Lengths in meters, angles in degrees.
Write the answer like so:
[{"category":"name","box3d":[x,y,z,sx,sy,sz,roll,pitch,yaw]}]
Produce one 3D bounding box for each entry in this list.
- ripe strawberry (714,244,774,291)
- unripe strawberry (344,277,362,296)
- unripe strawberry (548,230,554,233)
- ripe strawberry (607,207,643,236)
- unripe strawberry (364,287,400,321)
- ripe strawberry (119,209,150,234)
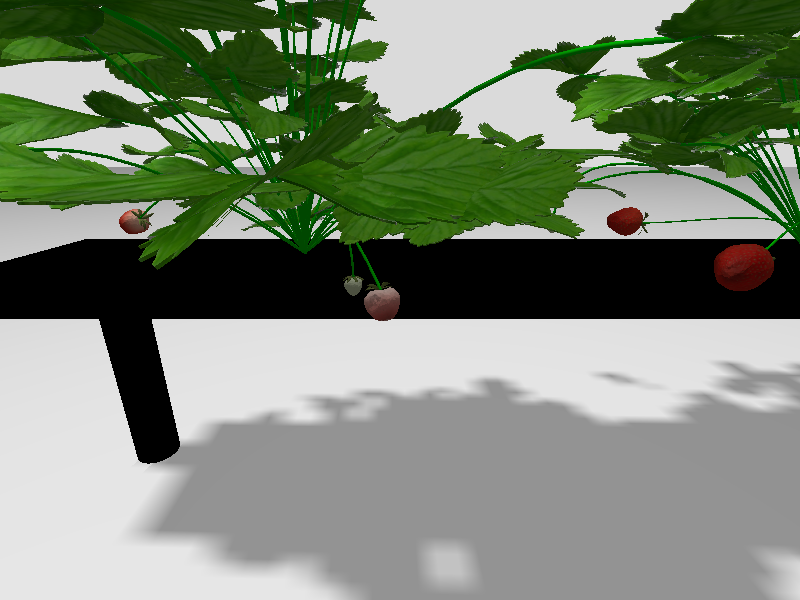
[{"category":"ripe strawberry","box3d":[0.217,-0.020,0.256,0.032,0.031,0.030,-14,24,-32]},{"category":"unripe strawberry","box3d":[-0.028,-0.008,0.238,0.011,0.011,0.010,-9,22,-23]},{"category":"unripe strawberry","box3d":[0.155,-0.073,0.407,0.010,0.011,0.011,5,21,14]},{"category":"ripe strawberry","box3d":[0.240,-0.084,0.429,0.034,0.029,0.034,12,23,31]},{"category":"unripe strawberry","box3d":[-0.009,0.003,0.211,0.019,0.017,0.017,-10,-10,-25]},{"category":"ripe strawberry","box3d":[-0.289,-0.084,0.434,0.030,0.025,0.030,-11,14,27]}]
